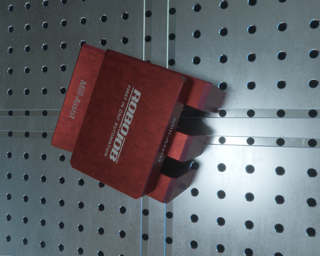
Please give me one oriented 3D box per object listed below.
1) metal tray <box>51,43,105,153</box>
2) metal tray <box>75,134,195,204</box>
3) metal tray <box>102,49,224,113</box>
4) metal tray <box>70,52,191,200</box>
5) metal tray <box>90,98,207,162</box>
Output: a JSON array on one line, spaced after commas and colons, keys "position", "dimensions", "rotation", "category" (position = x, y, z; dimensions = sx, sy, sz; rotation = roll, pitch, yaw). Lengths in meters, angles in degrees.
[{"position": [-0.097, -0.039, 0.410], "dimensions": [0.030, 0.090, 0.129], "rotation": [19, 97, -3], "category": "metal tray"}, {"position": [-0.030, 0.044, 0.389], "dimensions": [0.130, 0.090, 0.030], "rotation": [22, 98, 18], "category": "metal tray"}, {"position": [0.005, -0.055, 0.375], "dimensions": [0.130, 0.090, 0.030], "rotation": [22, 98, 19], "category": "metal tray"}, {"position": [-0.033, -0.004, 0.325], "dimensions": [0.090, 0.030, 0.129], "rotation": [22, 97, 19], "category": "metal tray"}, {"position": [-0.015, 0.001, 0.382], "dimensions": [0.130, 0.090, 0.030], "rotation": [21, 96, 17], "category": "metal tray"}]
